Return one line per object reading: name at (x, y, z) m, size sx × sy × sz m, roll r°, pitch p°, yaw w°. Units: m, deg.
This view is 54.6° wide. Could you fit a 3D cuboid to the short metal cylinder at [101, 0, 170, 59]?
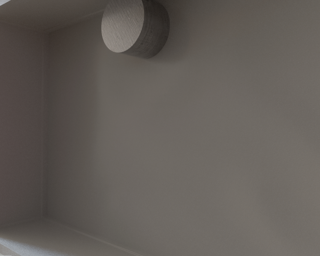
short metal cylinder at (-0.034, -0.138, 0.419) m, size 0.080 × 0.050 × 0.080 m, roll 0°, pitch 90°, yaw 40°
